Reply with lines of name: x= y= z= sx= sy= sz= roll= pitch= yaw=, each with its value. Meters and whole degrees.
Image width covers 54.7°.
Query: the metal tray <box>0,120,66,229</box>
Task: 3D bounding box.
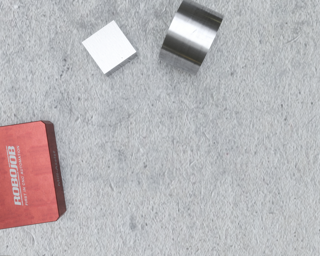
metal tray: x=-0.181 y=0.060 z=0.406 sx=0.091 sy=0.030 sz=0.129 roll=-9 pitch=90 yaw=0

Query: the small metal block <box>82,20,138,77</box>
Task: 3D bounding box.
small metal block: x=-0.065 y=-0.104 z=0.409 sx=0.050 sy=0.025 sz=0.050 roll=-35 pitch=90 yaw=0

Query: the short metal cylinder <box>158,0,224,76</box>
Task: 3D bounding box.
short metal cylinder: x=0.038 y=-0.111 z=0.383 sx=0.050 sy=0.080 sz=0.080 roll=25 pitch=90 yaw=0
